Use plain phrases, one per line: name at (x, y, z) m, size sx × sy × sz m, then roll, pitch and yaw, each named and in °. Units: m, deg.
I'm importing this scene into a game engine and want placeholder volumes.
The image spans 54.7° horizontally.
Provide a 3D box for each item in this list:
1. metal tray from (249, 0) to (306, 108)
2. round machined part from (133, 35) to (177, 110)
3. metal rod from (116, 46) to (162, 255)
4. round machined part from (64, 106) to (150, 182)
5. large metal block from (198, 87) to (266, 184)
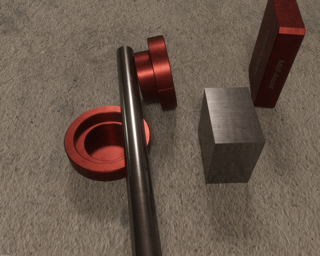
metal tray at (0.153, -0.102, 0.423) m, size 0.030 × 0.129 × 0.090 m, roll 5°, pitch 50°, yaw 4°
round machined part at (-0.007, -0.072, 0.417) m, size 0.042 × 0.098 × 0.098 m, roll -12°, pitch 51°, yaw 2°
metal rod at (-0.028, 0.009, 0.340) m, size 0.025 × 0.025 × 0.300 m, roll -6°, pitch 50°, yaw -5°
round machined part at (-0.061, 0.022, 0.373) m, size 0.099 × 0.042 × 0.098 m, roll 0°, pitch 50°, yaw 0°
large metal block at (0.078, 0.009, 0.361) m, size 0.050 × 0.080 × 0.080 m, roll -2°, pitch 50°, yaw -2°
